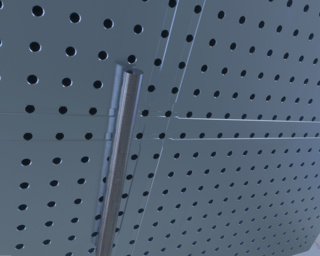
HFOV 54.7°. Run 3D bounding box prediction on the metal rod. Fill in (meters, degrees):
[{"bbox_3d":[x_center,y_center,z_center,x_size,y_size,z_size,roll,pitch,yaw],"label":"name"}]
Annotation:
[{"bbox_3d":[-0.060,0.065,0.420,0.025,0.025,0.298,-2,120,-28],"label":"metal rod"}]
